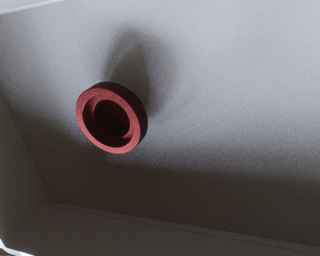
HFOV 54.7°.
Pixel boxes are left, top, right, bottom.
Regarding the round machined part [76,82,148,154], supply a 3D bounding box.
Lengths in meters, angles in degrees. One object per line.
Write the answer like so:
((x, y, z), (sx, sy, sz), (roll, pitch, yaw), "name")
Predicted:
((-0.060, -0.017, 0.417), (0.098, 0.042, 0.097), (13, 124, 20), "round machined part")
